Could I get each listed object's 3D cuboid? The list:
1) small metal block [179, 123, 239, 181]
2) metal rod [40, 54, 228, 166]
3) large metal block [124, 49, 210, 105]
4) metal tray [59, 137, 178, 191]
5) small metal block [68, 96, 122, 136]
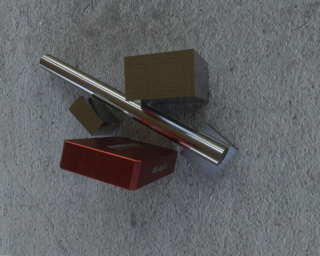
[{"bbox_3d":[0.062,0.029,0.388,0.050,0.025,0.050,43,103,14],"label":"small metal block"},{"bbox_3d":[-0.050,-0.034,0.412,0.300,0.025,0.025,29,99,22],"label":"metal rod"},{"bbox_3d":[0.012,-0.057,0.375,0.080,0.080,0.050,-2,90,19],"label":"large metal block"},{"bbox_3d":[-0.041,0.036,0.368,0.090,0.130,0.030,13,95,19],"label":"metal tray"},{"bbox_3d":[-0.088,-0.016,0.426,0.050,0.050,0.025,46,104,14],"label":"small metal block"}]
